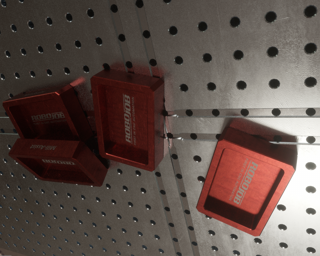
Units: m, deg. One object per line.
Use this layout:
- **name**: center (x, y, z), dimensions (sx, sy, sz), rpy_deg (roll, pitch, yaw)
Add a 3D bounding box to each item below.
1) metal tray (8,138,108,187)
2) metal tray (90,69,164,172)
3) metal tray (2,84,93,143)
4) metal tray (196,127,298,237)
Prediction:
- **metal tray**: center (-0.161, 0.056, 0.496), dimensions (0.130, 0.030, 0.090), rpy_deg (1, 144, 23)
- **metal tray**: center (-0.042, -0.009, 0.422), dimensions (0.090, 0.030, 0.129), rpy_deg (13, 124, 20)
- **metal tray**: center (-0.179, -0.014, 0.490), dimensions (0.130, 0.030, 0.090), rpy_deg (-5, 116, 30)
- **metal tray**: center (0.105, 0.072, 0.396), dimensions (0.090, 0.030, 0.129), rpy_deg (21, 126, 15)
